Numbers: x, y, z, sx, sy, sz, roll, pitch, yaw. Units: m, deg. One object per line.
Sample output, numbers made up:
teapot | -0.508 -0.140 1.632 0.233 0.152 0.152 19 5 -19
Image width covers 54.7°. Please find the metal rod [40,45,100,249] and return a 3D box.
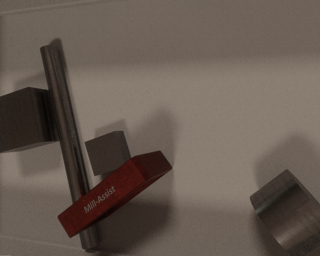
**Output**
metal rod | -0.134 0.024 0.455 0.025 0.025 0.298 -15 85 19

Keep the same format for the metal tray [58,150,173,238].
metal tray | -0.054 0.081 0.393 0.130 0.090 0.030 -39 78 15

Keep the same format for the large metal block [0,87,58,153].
large metal block | -0.204 -0.010 0.467 0.080 0.050 0.080 -14 85 19

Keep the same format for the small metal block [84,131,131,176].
small metal block | -0.072 0.035 0.435 0.050 0.025 0.050 -20 84 18

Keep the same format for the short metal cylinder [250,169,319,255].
short metal cylinder | 0.143 0.091 0.331 0.050 0.080 0.080 -42 77 15
